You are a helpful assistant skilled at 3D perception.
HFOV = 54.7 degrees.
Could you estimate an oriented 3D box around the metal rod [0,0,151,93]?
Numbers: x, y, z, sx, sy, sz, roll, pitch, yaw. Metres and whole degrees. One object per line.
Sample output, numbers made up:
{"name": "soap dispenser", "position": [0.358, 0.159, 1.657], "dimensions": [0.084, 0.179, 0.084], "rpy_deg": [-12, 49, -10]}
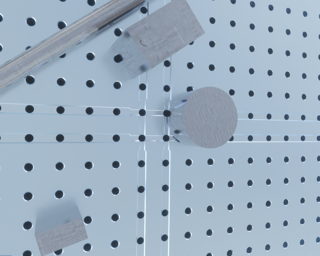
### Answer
{"name": "metal rod", "position": [-0.084, -0.128, 0.381], "dimensions": [0.301, 0.025, 0.025], "rpy_deg": [-38, 103, -16]}

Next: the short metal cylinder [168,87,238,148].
{"name": "short metal cylinder", "position": [0.057, -0.014, 0.422], "dimensions": [0.081, 0.050, 0.079], "rpy_deg": [0, 90, -20]}

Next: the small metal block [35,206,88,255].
{"name": "small metal block", "position": [-0.114, 0.117, 0.358], "dimensions": [0.050, 0.050, 0.025], "rpy_deg": [-16, 96, -20]}

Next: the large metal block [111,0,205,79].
{"name": "large metal block", "position": [-0.005, -0.108, 0.382], "dimensions": [0.080, 0.080, 0.050], "rpy_deg": [-37, 102, -16]}
